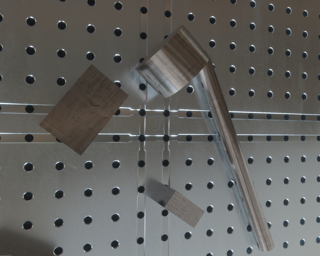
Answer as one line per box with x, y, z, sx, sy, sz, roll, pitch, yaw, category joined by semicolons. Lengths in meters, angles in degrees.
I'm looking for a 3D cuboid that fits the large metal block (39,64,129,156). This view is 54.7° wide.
-0.089;-0.019;0.351;0.050;0.080;0.080;40;77;-16;large metal block

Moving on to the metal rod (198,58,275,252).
0.111;0.043;0.455;0.025;0.025;0.298;-23;98;-19;metal rod

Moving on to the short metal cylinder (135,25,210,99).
0.015;-0.083;0.390;0.050;0.080;0.080;46;76;-15;short metal cylinder

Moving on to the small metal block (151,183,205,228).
0.023;0.102;0.409;0.050;0.050;0.025;39;78;-16;small metal block

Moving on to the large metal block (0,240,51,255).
-0.166;0.179;0.338;0.080;0.050;0.080;27;81;-18;large metal block
